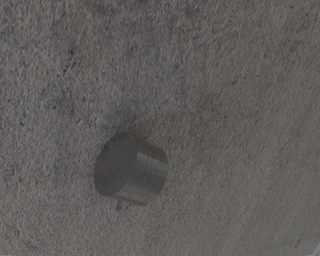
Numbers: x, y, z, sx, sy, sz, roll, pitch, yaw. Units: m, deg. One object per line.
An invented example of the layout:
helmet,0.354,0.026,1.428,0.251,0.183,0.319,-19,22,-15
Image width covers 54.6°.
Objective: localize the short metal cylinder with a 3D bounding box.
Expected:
short metal cylinder,-0.036,0.051,0.382,0.050,0.080,0.080,29,102,-38
